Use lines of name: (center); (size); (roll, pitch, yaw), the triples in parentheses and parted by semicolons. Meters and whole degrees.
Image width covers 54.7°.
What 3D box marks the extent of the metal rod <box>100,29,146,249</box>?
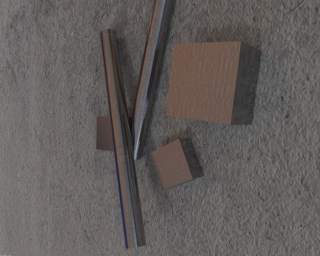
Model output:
metal rod: (-0.053, 0.001, 0.413); (0.025, 0.025, 0.299); (-24, 68, 37)

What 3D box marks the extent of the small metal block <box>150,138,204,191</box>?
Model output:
small metal block: (0.020, 0.045, 0.387); (0.050, 0.025, 0.050); (-29, 72, 36)

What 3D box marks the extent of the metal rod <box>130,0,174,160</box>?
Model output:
metal rod: (-0.008, -0.104, 0.409); (0.025, 0.025, 0.298); (19, 102, 38)

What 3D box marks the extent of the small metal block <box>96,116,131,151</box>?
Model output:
small metal block: (-0.068, 0.008, 0.459); (0.050, 0.025, 0.050); (2, 92, 39)

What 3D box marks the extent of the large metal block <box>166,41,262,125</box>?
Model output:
large metal block: (0.058, -0.048, 0.340); (0.080, 0.050, 0.079); (10, 97, 39)
